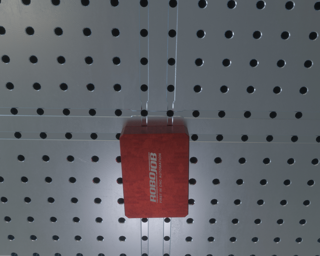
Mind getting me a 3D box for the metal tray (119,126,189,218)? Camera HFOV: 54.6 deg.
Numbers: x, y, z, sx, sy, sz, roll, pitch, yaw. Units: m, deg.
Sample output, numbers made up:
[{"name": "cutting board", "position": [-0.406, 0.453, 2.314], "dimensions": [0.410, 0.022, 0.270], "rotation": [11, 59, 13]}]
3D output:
[{"name": "metal tray", "position": [-0.006, 0.063, 0.434], "dimensions": [0.090, 0.030, 0.129], "rotation": [-1, 110, 0]}]
